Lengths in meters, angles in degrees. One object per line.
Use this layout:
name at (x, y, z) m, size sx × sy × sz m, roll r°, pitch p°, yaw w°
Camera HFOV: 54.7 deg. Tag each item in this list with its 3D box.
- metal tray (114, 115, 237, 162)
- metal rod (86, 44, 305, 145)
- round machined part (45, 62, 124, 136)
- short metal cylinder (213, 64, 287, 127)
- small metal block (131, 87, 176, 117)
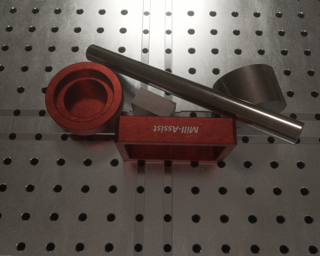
metal tray at (0.017, 0.016, 0.371) m, size 0.131 × 0.090 × 0.030 m, roll 1°, pitch 71°, yaw 0°
metal rod at (0.022, -0.052, 0.384) m, size 0.300 × 0.025 × 0.025 m, roll 26°, pitch 71°, yaw 27°
round machined part at (-0.097, -0.036, 0.415) m, size 0.099 × 0.042 × 0.098 m, roll 0°, pitch 70°, yaw -1°
short metal cylinder at (0.114, -0.039, 0.398) m, size 0.081 × 0.080 × 0.050 m, roll -11°, pitch 71°, yaw -4°
small metal block at (-0.008, -0.023, 0.407) m, size 0.050 × 0.050 × 0.025 m, roll 25°, pitch 72°, yaw 8°
